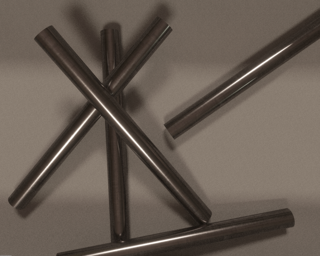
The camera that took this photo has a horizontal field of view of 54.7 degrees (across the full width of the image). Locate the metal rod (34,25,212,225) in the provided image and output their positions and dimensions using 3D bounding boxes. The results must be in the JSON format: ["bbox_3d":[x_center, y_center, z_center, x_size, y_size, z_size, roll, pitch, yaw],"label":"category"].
[{"bbox_3d":[-0.034,0.008,0.374,0.025,0.025,0.300,-40,105,0],"label":"metal rod"}]

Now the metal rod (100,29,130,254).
[{"bbox_3d":[-0.059,0.021,0.410,0.025,0.025,0.298,-3,90,-1],"label":"metal rod"}]

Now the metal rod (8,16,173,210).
[{"bbox_3d":[-0.092,-0.013,0.390,0.025,0.025,0.299,41,98,-1],"label":"metal rod"}]

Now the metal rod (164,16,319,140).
[{"bbox_3d":[0.135,-0.080,0.413,0.301,0.025,0.025,-35,90,-1],"label":"metal rod"}]

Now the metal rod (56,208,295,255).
[{"bbox_3d":[0.025,0.142,0.394,0.302,0.025,0.025,-9,90,-7],"label":"metal rod"}]
